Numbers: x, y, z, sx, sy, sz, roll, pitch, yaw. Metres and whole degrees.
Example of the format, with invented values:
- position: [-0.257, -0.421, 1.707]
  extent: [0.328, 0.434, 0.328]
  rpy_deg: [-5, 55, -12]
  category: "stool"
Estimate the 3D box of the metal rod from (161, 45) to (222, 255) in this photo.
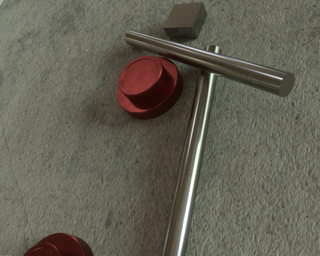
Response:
- position: [0.040, 0.025, 0.367]
  extent: [0.025, 0.025, 0.300]
  rpy_deg: [0, 61, 28]
  category: "metal rod"

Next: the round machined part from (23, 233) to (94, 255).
- position: [-0.127, 0.170, 0.355]
  extent: [0.098, 0.042, 0.098]
  rpy_deg: [-13, 56, 21]
  category: "round machined part"

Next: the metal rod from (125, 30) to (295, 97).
- position: [0.038, -0.097, 0.414]
  extent: [0.025, 0.025, 0.300]
  rpy_deg: [-50, 43, -7]
  category: "metal rod"

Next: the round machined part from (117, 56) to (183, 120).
- position: [-0.020, -0.064, 0.443]
  extent: [0.098, 0.042, 0.098]
  rpy_deg: [-13, 56, 21]
  category: "round machined part"

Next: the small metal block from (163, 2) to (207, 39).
- position: [0.040, -0.168, 0.486]
  extent: [0.050, 0.025, 0.050]
  rpy_deg: [9, 66, 32]
  category: "small metal block"
